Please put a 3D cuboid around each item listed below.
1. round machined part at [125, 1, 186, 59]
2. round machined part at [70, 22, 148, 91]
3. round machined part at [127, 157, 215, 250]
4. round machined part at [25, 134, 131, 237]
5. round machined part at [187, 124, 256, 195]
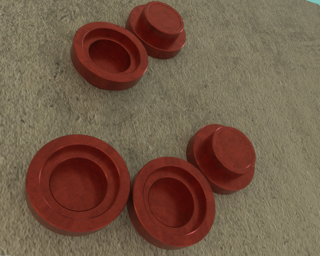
[{"bbox_3d":[-0.002,-0.160,0.490,0.099,0.042,0.098,14,56,-21],"label":"round machined part"},{"bbox_3d":[-0.069,-0.089,0.410,0.099,0.042,0.098,14,56,-21],"label":"round machined part"},{"bbox_3d":[0.009,0.085,0.346,0.099,0.042,0.098,14,56,-21],"label":"round machined part"},{"bbox_3d":[-0.083,0.059,0.312,0.099,0.042,0.098,14,56,-21],"label":"round machined part"},{"bbox_3d":[0.089,0.037,0.418,0.099,0.042,0.098,14,56,-21],"label":"round machined part"}]
